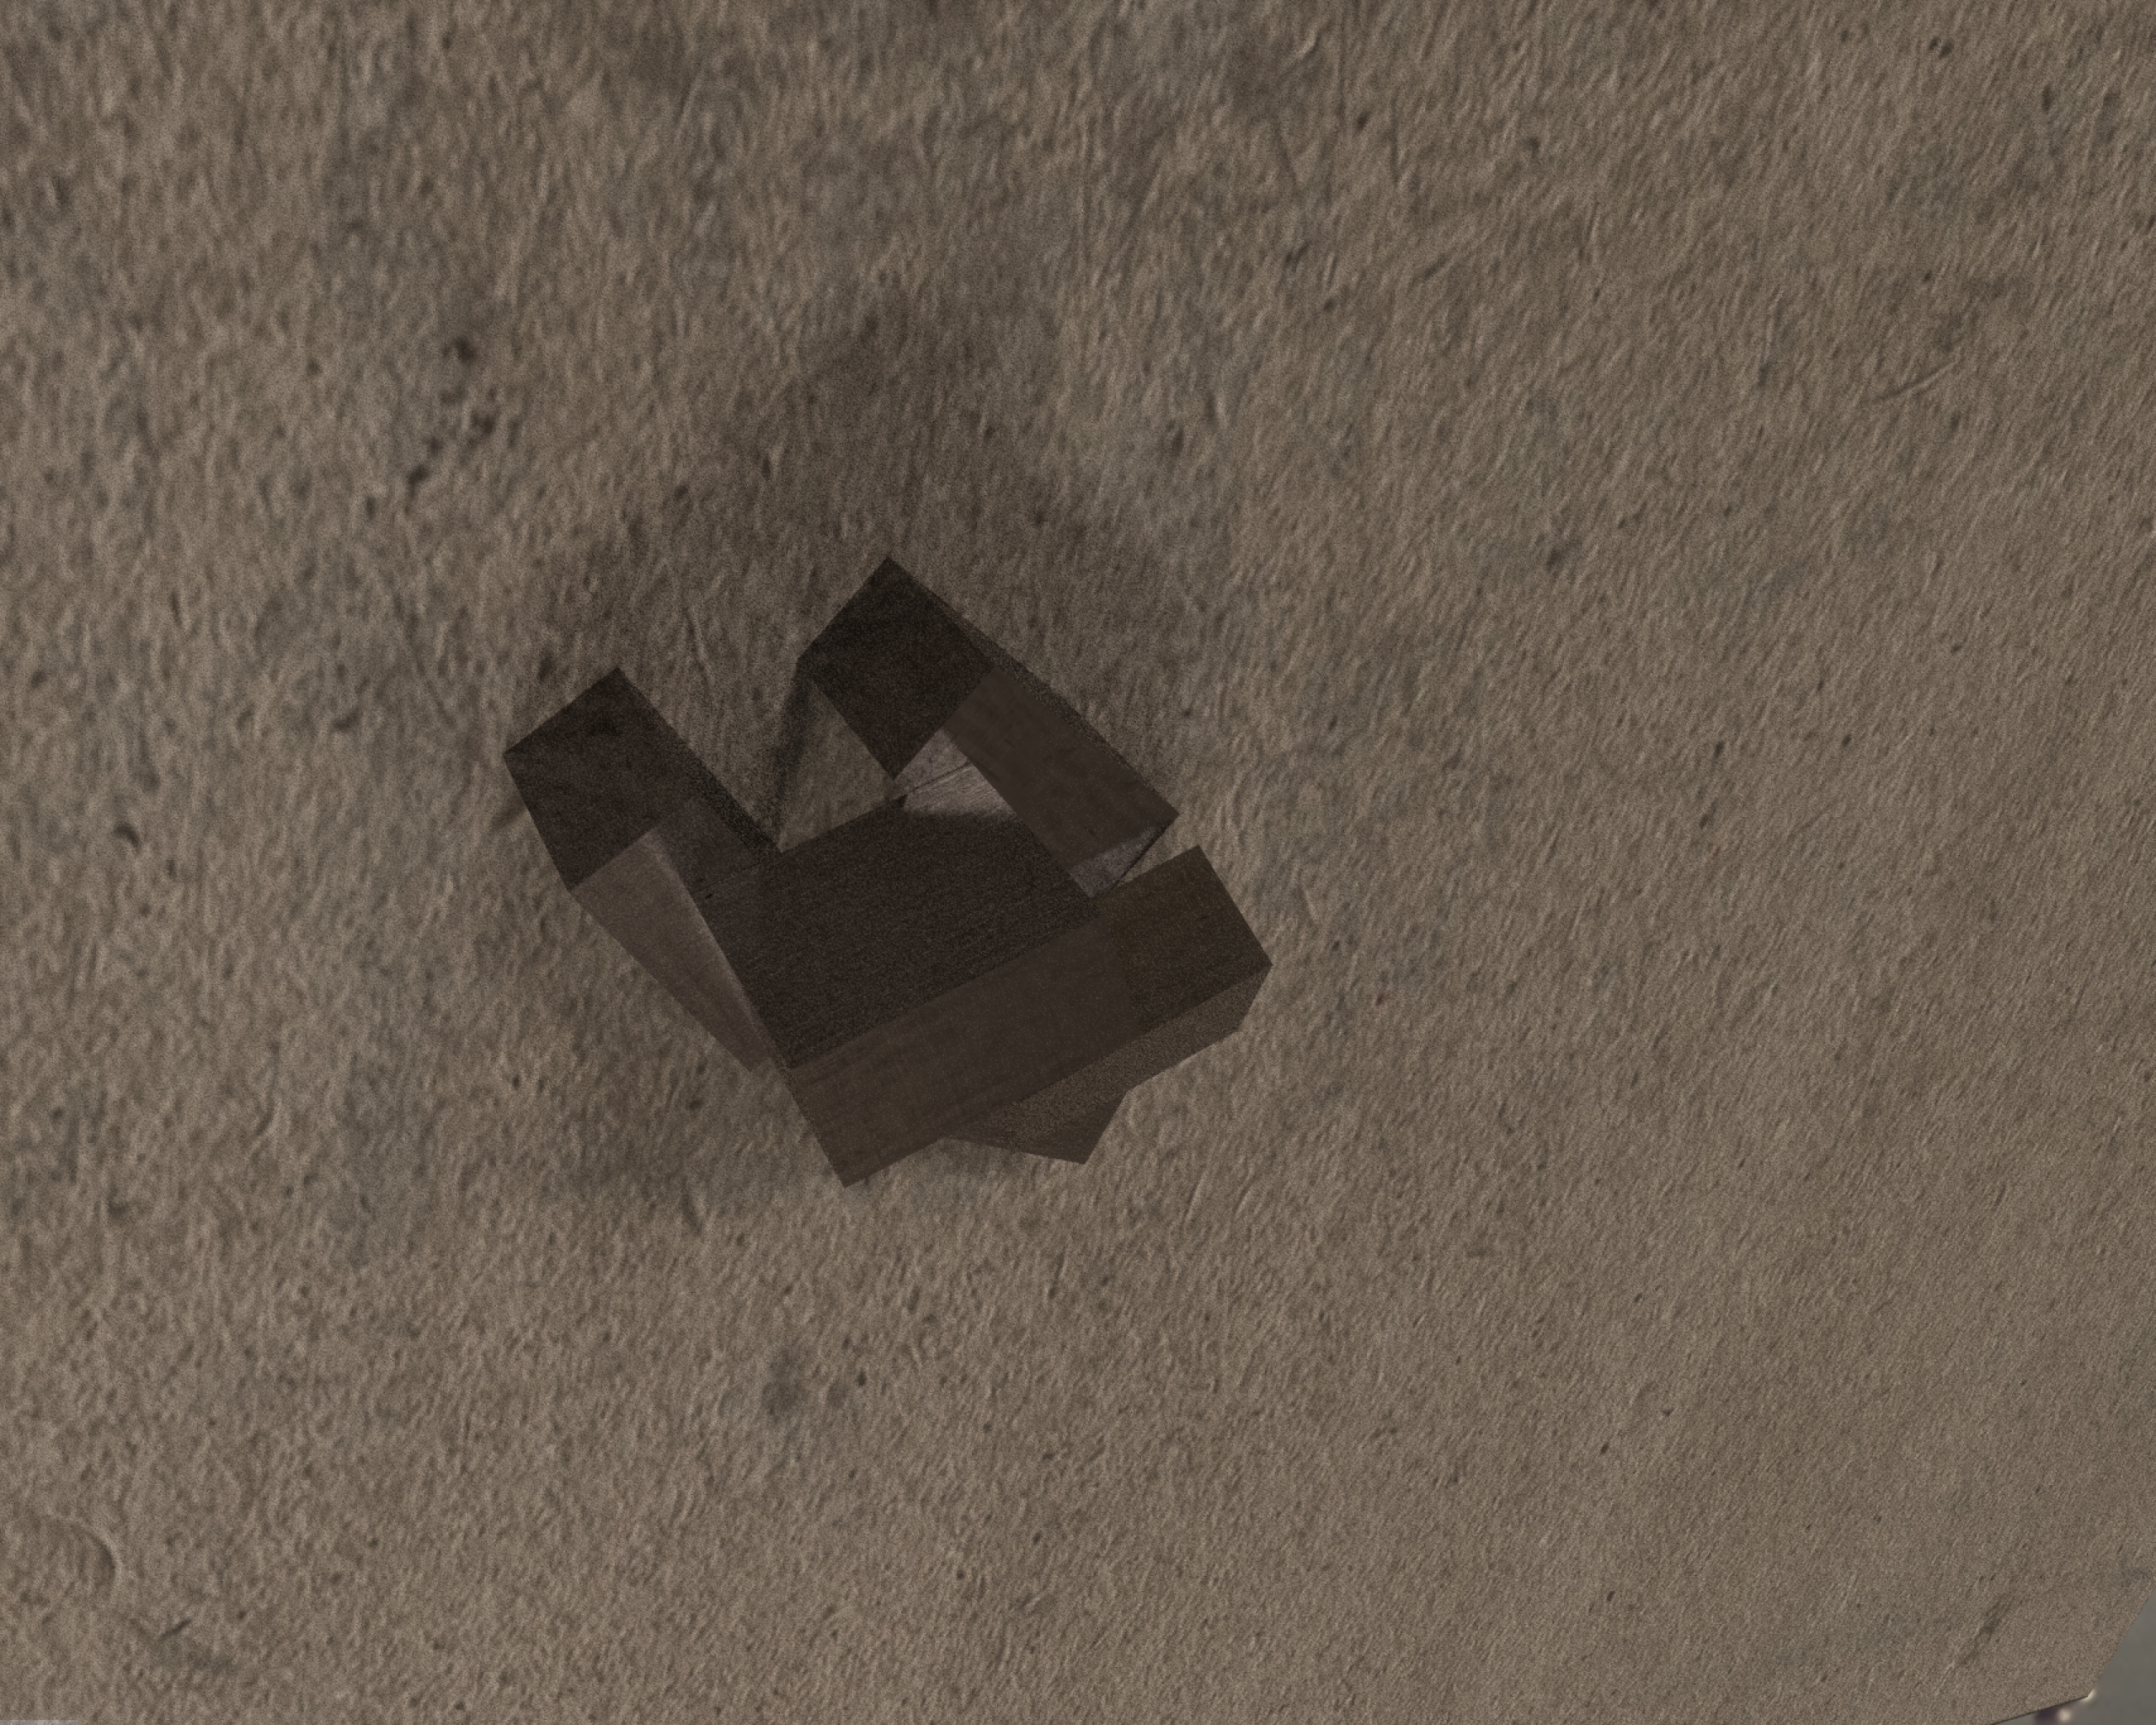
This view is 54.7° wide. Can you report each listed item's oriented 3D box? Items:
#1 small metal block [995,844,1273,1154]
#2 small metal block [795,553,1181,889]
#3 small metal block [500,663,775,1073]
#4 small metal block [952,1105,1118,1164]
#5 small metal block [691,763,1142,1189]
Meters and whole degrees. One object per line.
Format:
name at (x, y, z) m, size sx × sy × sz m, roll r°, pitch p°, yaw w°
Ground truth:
small metal block at (0.004, 0.026, 0.380) m, size 0.050 × 0.025 × 0.050 m, roll -28°, pitch 166°, yaw -11°
small metal block at (-0.016, -0.023, 0.371) m, size 0.025 × 0.050 × 0.050 m, roll -49°, pitch 129°, yaw 6°
small metal block at (-0.068, 0.001, 0.357) m, size 0.025 × 0.050 × 0.050 m, roll -39°, pitch 130°, yaw -3°
small metal block at (-0.012, 0.030, 0.422) m, size 0.050 × 0.025 × 0.050 m, roll 17°, pitch 109°, yaw -35°
small metal block at (-0.026, 0.016, 0.324) m, size 0.050 × 0.050 × 0.025 m, roll -26°, pitch 128°, yaw -13°
